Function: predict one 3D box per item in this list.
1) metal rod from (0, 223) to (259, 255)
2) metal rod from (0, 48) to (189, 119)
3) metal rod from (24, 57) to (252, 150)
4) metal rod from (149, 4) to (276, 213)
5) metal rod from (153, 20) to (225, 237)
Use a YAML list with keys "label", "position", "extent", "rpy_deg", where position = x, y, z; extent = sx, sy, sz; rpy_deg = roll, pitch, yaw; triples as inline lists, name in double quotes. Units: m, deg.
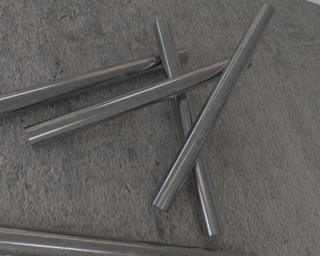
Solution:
- label: "metal rod"
  position: [-0.025, 0.126, 0.313]
  extent: [0.302, 0.025, 0.025]
  rpy_deg: [15, 56, -20]
- label: "metal rod"
  position: [-0.074, -0.065, 0.403]
  extent: [0.302, 0.025, 0.025]
  rpy_deg: [-24, 75, -37]
- label: "metal rod"
  position: [-0.008, -0.042, 0.381]
  extent: [0.302, 0.025, 0.025]
  rpy_deg: [-22, 74, -22]
- label: "metal rod"
  position: [0.073, -0.035, 0.387]
  extent: [0.025, 0.025, 0.300]
  rpy_deg: [33, 76, -7]
- label: "metal rod"
  position: [0.033, -0.014, 0.410]
  extent: [0.025, 0.025, 0.299]
  rpy_deg: [-2, 68, -29]
